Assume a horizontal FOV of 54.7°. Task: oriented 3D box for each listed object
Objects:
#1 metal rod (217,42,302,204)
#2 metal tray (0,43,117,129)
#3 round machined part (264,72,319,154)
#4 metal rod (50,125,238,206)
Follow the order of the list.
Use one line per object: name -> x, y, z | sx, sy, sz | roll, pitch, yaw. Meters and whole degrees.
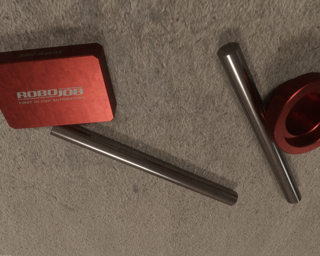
metal rod -> 0.146, 0.014, 0.421 | 0.025, 0.025, 0.300 | -23, 127, 18
metal tray -> -0.124, -0.046, 0.363 | 0.131, 0.030, 0.089 | -5, 130, 3
round machined part -> 0.167, -0.021, 0.368 | 0.099, 0.042, 0.097 | -10, 122, -15
metal rod -> -0.009, 0.056, 0.454 | 0.302, 0.025, 0.025 | 25, 126, -20
